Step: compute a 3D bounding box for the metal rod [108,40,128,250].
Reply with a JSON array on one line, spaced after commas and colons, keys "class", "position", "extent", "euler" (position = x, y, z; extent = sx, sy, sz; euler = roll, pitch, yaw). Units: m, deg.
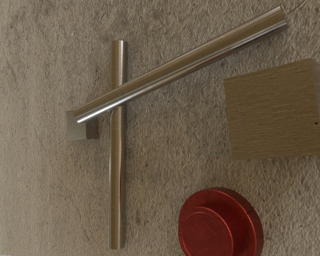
[{"class": "metal rod", "position": [-0.062, 0.024, 0.453], "extent": [0.025, 0.025, 0.298], "euler": [1, 91, 39]}]

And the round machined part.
[{"class": "round machined part", "position": [0.059, 0.117, 0.344], "extent": [0.098, 0.042, 0.097], "euler": [0, 90, 39]}]

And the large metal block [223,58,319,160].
[{"class": "large metal block", "position": [0.113, -0.013, 0.295], "extent": [0.080, 0.050, 0.080], "euler": [-9, 84, 39]}]

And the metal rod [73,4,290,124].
[{"class": "metal rod", "position": [0.002, -0.064, 0.381], "extent": [0.300, 0.025, 0.025], "euler": [-21, 77, 31]}]

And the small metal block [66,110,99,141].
[{"class": "small metal block", "position": [-0.127, -0.005, 0.507], "extent": [0.050, 0.025, 0.050], "euler": [-6, 86, 39]}]
